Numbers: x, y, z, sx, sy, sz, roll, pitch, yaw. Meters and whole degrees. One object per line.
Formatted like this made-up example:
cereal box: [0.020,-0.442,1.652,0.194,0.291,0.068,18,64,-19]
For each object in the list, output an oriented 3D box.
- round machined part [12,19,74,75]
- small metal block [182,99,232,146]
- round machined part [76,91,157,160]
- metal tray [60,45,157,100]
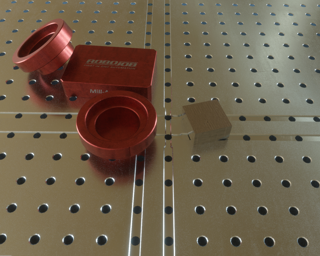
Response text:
round machined part: [-0.173,-0.120,0.478,0.098,0.042,0.098,-20,44,21]
small metal block: [0.061,-0.008,0.415,0.050,0.025,0.050,-12,51,-11]
round machined part: [-0.053,0.000,0.396,0.099,0.042,0.098,0,50,0]
metal tray: [-0.074,-0.086,0.476,0.131,0.030,0.090,4,50,3]
